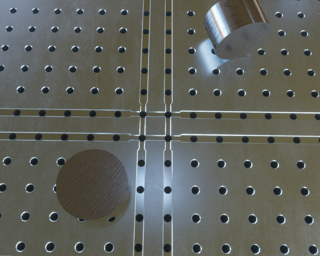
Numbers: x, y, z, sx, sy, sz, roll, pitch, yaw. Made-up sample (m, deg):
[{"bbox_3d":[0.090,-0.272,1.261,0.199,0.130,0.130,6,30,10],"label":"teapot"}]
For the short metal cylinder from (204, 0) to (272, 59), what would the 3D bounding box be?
[{"bbox_3d":[0.108,-0.141,0.435,0.081,0.080,0.050,-16,71,-6],"label":"short metal cylinder"}]

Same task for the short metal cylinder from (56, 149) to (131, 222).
[{"bbox_3d":[-0.077,0.070,0.372,0.081,0.050,0.080,0,70,0],"label":"short metal cylinder"}]
